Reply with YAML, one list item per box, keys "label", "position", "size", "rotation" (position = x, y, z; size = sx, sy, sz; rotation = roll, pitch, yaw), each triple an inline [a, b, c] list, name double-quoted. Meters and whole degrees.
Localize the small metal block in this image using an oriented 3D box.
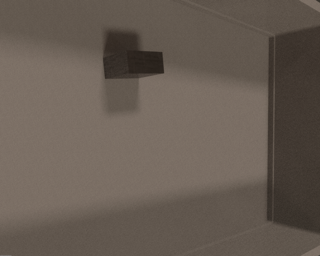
- label: "small metal block"
  position: [-0.031, -0.074, 0.366]
  size: [0.050, 0.050, 0.025]
  rotation: [-9, 96, -40]
